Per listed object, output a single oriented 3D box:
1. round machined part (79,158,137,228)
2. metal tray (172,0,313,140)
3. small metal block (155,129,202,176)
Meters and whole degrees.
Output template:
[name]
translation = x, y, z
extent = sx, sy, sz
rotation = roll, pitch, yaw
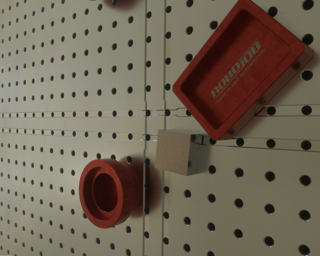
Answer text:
[round machined part]
translation = -0.072, 0.093, 0.456
extent = 0.098, 0.042, 0.097
rotation = 0, 90, 39
[metal tray]
translation = 0.082, -0.060, 0.337
extent = 0.129, 0.030, 0.090
rotation = -51, 61, 27
[small metal block]
translation = 0.023, 0.029, 0.389
extent = 0.050, 0.025, 0.050
rotation = 9, 96, 39
